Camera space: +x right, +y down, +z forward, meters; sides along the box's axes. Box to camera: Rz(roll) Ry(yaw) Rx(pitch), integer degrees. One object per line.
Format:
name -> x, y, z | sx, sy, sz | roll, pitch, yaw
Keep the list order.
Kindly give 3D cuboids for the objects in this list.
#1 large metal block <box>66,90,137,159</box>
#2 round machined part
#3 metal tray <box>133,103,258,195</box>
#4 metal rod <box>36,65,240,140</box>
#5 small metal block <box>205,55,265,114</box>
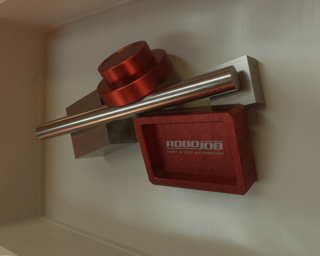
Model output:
large metal block -> -0.088, -0.004, 0.458 | 0.080, 0.050, 0.080 | -23, 76, 37
round machined part -> -0.037, -0.072, 0.383 | 0.098, 0.098, 0.042 | -6, 127, 39
metal tray -> 0.036, 0.023, 0.352 | 0.130, 0.030, 0.089 | -2, 108, 39
metal rod -> -0.050, -0.022, 0.386 | 0.300, 0.025, 0.025 | -13, 82, 31
small metal block -> 0.081, -0.045, 0.337 | 0.050, 0.025, 0.050 | -15, 81, 38
